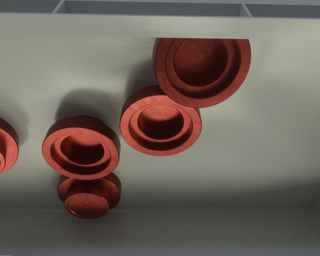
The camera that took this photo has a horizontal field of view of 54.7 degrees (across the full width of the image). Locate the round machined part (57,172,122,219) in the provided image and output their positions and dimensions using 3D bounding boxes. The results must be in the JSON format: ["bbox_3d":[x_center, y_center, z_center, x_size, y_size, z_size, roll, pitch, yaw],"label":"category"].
[{"bbox_3d":[-0.112,0.107,0.487,0.099,0.042,0.097,-1,130,0],"label":"round machined part"}]

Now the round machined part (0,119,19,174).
[{"bbox_3d":[-0.238,0.032,0.404,0.099,0.042,0.097,-12,129,-15],"label":"round machined part"}]

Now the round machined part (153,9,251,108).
[{"bbox_3d":[0.041,-0.074,0.325,0.099,0.042,0.097,-4,117,-7],"label":"round machined part"}]

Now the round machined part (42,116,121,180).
[{"bbox_3d":[-0.102,0.022,0.415,0.099,0.042,0.097,-1,130,0],"label":"round machined part"}]

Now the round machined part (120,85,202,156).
[{"bbox_3d":[0.001,-0.013,0.387,0.099,0.042,0.097,0,130,0],"label":"round machined part"}]
